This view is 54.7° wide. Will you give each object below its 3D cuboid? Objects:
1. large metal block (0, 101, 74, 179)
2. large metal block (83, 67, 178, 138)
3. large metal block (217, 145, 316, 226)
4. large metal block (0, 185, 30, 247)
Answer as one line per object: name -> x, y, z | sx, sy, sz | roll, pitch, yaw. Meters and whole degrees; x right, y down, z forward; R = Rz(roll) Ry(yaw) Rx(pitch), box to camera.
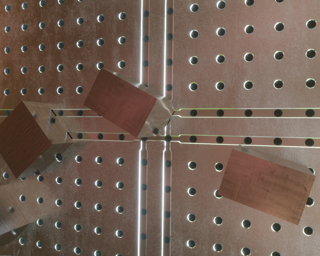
large metal block -> -0.193, 0.017, 0.465 | 0.080, 0.050, 0.080 | -41, 77, 15
large metal block -> -0.034, -0.030, 0.394 | 0.080, 0.080, 0.050 | 31, 100, 17
large metal block -> 0.116, 0.057, 0.342 | 0.080, 0.080, 0.050 | 19, 96, 18
large metal block -> -0.265, 0.141, 0.475 | 0.050, 0.080, 0.080 | -46, 76, 14
